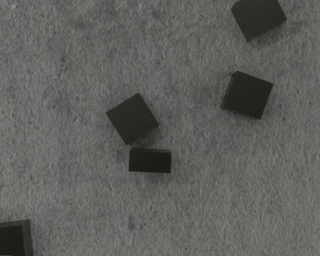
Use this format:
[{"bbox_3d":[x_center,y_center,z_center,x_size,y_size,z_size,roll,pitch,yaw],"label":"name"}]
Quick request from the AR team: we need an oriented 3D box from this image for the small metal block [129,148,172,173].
[{"bbox_3d":[-0.012,0.041,0.397,0.050,0.050,0.025,3,90,-1],"label":"small metal block"}]

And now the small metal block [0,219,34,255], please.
[{"bbox_3d":[-0.199,0.151,0.407,0.050,0.025,0.050,-6,90,-1],"label":"small metal block"}]

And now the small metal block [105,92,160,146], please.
[{"bbox_3d":[-0.035,-0.012,0.410,0.050,0.025,0.050,-32,90,-1],"label":"small metal block"}]

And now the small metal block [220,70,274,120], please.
[{"bbox_3d":[0.114,-0.042,0.412,0.050,0.025,0.050,20,90,-1],"label":"small metal block"}]

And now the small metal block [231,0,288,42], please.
[{"bbox_3d":[0.131,-0.151,0.412,0.050,0.025,0.050,-27,90,-1],"label":"small metal block"}]
